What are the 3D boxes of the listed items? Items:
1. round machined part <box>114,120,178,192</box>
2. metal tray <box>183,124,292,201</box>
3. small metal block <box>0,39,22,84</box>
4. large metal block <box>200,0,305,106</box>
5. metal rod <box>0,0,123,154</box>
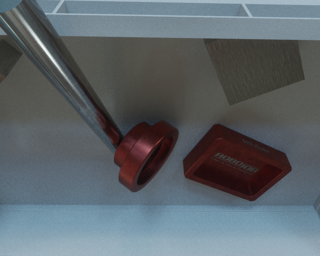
[{"bbox_3d":[-0.022,0.031,0.400,0.042,0.099,0.097,34,130,16],"label":"round machined part"},{"bbox_3d":[0.111,0.055,0.454,0.131,0.030,0.089,22,127,-19],"label":"metal tray"},{"bbox_3d":[-0.183,-0.062,0.337,0.050,0.050,0.025,-34,122,25],"label":"small metal block"},{"bbox_3d":[0.096,-0.081,0.325,0.080,0.050,0.080,-20,128,15],"label":"large metal block"},{"bbox_3d":[-0.067,-0.018,0.301,0.025,0.025,0.299,-5,159,4],"label":"metal rod"}]
